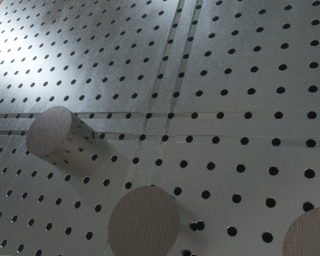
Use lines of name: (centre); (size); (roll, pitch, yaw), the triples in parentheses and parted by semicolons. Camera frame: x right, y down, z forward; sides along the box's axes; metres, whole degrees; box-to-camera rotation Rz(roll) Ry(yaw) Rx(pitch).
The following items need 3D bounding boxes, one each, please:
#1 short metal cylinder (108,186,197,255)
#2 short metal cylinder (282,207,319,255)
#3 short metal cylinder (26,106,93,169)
short metal cylinder: (-0.007, 0.108, 0.329); (0.080, 0.050, 0.080); (-13, 56, 20)
short metal cylinder: (0.144, 0.109, 0.249); (0.080, 0.050, 0.080); (-13, 56, 20)
short metal cylinder: (-0.148, 0.014, 0.459); (0.080, 0.050, 0.080); (-13, 56, 20)
